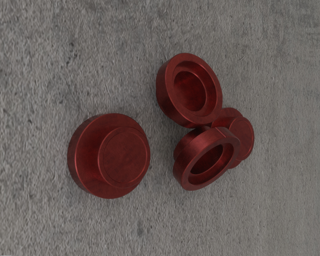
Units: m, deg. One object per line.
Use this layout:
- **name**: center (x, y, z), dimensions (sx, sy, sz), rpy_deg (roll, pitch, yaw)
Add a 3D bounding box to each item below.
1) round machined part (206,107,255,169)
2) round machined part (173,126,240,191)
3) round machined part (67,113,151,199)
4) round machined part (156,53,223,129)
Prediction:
- **round machined part**: center (0.112, 0.016, 0.487), dimensions (0.099, 0.042, 0.097), rpy_deg (0, 90, -40)
- **round machined part**: center (0.057, 0.036, 0.421), dimensions (0.099, 0.042, 0.097), rpy_deg (-24, 141, -21)
- **round machined part**: center (-0.050, 0.032, 0.352), dimensions (0.099, 0.042, 0.097), rpy_deg (0, 90, -40)
- **round machined part**: center (0.034, -0.046, 0.412), dimensions (0.099, 0.042, 0.098), rpy_deg (13, 68, -34)
